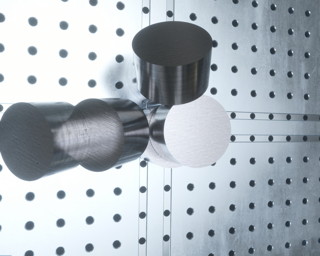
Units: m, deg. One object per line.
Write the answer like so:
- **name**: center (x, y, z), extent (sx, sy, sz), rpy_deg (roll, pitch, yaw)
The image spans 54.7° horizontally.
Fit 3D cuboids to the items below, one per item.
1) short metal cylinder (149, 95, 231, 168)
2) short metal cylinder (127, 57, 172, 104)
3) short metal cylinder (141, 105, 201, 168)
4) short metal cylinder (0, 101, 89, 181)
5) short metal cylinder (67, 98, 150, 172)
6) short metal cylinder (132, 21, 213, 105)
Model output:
- **short metal cylinder**: center (0.033, 0.003, 0.356), extent (0.081, 0.050, 0.079), rpy_deg (0, 90, -20)
- **short metal cylinder**: center (0.002, -0.071, 0.399), extent (0.081, 0.050, 0.079), rpy_deg (0, 90, -20)
- **short metal cylinder**: center (0.007, 0.009, 0.401), extent (0.081, 0.050, 0.079), rpy_deg (0, 90, -20)
- **short metal cylinder**: center (-0.124, 0.011, 0.331), extent (0.050, 0.080, 0.079), rpy_deg (-12, 96, -62)
- **short metal cylinder**: center (-0.059, 0.006, 0.354), extent (0.050, 0.080, 0.079), rpy_deg (-11, 95, -61)
- **short metal cylinder**: center (0.013, -0.070, 0.327), extent (0.081, 0.080, 0.050), rpy_deg (-25, 142, -18)
